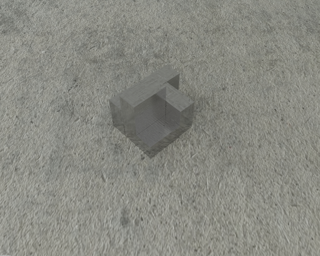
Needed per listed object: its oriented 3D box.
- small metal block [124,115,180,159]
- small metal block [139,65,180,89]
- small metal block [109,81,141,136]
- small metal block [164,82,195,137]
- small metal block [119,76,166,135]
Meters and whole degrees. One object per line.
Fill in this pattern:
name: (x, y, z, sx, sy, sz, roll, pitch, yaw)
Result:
small metal block: (-0.010, 0.004, 0.401, 0.050, 0.025, 0.050, -35, 59, -26)
small metal block: (0.000, -0.052, 0.432, 0.050, 0.050, 0.025, -36, 59, -27)
small metal block: (-0.037, -0.025, 0.409, 0.050, 0.050, 0.025, -36, 59, -27)
small metal block: (0.017, -0.024, 0.408, 0.025, 0.050, 0.050, -36, 59, -26)
small metal block: (-0.020, -0.027, 0.378, 0.050, 0.050, 0.025, -36, 59, -27)
